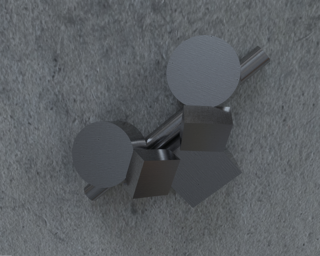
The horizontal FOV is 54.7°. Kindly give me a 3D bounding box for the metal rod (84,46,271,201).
[{"bbox_3d":[0.014,0.002,0.411,0.300,0.025,0.025,-39,106,13],"label":"metal rod"}]

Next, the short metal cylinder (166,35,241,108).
[{"bbox_3d":[0.053,-0.062,0.360,0.080,0.050,0.079,0,92,15],"label":"short metal cylinder"}]

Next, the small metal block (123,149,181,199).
[{"bbox_3d":[-0.010,0.053,0.364,0.050,0.025,0.050,3,114,-36],"label":"small metal block"}]

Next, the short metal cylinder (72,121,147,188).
[{"bbox_3d":[-0.062,0.031,0.393,0.080,0.050,0.079,0,92,15],"label":"short metal cylinder"}]

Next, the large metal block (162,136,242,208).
[{"bbox_3d":[0.047,0.045,0.413,0.080,0.050,0.080,-40,106,13],"label":"large metal block"}]

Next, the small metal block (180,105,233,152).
[{"bbox_3d":[0.050,0.002,0.346,0.050,0.025,0.050,2,141,-1],"label":"small metal block"}]
